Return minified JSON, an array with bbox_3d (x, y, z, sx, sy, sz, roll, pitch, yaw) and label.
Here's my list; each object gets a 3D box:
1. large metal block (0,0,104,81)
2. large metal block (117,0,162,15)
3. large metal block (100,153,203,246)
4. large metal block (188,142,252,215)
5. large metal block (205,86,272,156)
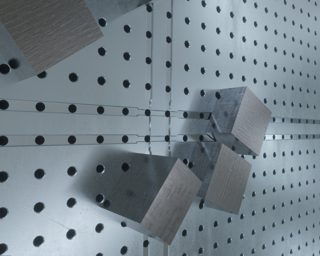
[{"bbox_3d":[-0.115,-0.102,0.295,0.080,0.050,0.080,-43,116,-31],"label":"large metal block"},{"bbox_3d":[-0.003,-0.182,0.369,0.080,0.080,0.050,-36,113,-34],"label":"large metal block"},{"bbox_3d":[-0.010,0.079,0.364,0.050,0.080,0.080,47,62,-30],"label":"large metal block"},{"bbox_3d":[0.085,0.075,0.463,0.080,0.050,0.080,33,70,-35],"label":"large metal block"},{"bbox_3d":[0.128,-0.010,0.499,0.080,0.050,0.080,35,69,-35],"label":"large metal block"}]
